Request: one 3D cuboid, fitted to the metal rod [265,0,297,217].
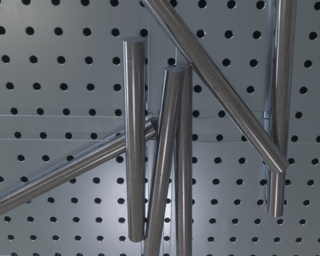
[{"bbox_3d":[0.157,-0.015,0.408,0.025,0.025,0.298,-5,110,2],"label":"metal rod"}]

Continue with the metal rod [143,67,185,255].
[{"bbox_3d":[0.001,0.066,0.425,0.025,0.025,0.298,6,115,-2],"label":"metal rod"}]

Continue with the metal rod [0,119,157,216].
[{"bbox_3d":[-0.139,0.066,0.436,0.300,0.025,0.025,-27,108,9],"label":"metal rod"}]

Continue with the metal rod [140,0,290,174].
[{"bbox_3d":[0.064,-0.062,0.377,0.025,0.025,0.300,-37,101,12],"label":"metal rod"}]

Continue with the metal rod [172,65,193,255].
[{"bbox_3d":[0.033,0.063,0.436,0.025,0.025,0.298,-2,110,1],"label":"metal rod"}]

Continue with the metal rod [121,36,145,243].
[{"bbox_3d":[-0.032,0.036,0.401,0.025,0.025,0.298,1,120,-1],"label":"metal rod"}]
